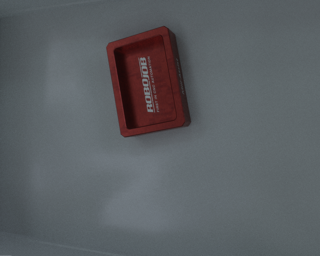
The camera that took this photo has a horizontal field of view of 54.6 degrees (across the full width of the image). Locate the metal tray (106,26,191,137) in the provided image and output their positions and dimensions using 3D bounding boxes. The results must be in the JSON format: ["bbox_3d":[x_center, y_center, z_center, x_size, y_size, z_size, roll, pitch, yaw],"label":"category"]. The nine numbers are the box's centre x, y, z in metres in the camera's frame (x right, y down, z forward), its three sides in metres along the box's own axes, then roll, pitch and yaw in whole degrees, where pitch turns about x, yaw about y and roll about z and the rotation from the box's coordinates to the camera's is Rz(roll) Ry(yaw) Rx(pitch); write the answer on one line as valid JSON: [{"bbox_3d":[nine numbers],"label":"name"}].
[{"bbox_3d":[-0.016,-0.058,0.413,0.090,0.030,0.129,-11,86,19],"label":"metal tray"}]
